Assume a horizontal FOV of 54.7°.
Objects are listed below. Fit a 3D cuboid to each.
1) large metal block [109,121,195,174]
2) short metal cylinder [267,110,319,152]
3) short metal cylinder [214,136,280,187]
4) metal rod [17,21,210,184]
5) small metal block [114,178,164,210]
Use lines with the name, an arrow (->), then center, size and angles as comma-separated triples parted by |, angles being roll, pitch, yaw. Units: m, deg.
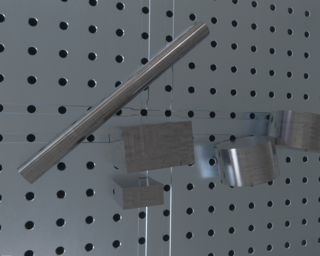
large metal block -> -0.013, 0.020, 0.379 | 0.081, 0.080, 0.050 | -6, 92, -20
short metal cylinder -> 0.201, 0.006, 0.458 | 0.081, 0.080, 0.050 | 11, 87, -20
short metal cylinder -> 0.120, 0.044, 0.428 | 0.081, 0.080, 0.050 | -13, 95, -20
metal rod -> -0.047, -0.042, 0.395 | 0.301, 0.025, 0.025 | -42, 104, -15
small metal block -> -0.028, 0.081, 0.389 | 0.050, 0.050, 0.025 | -2, 91, -20
